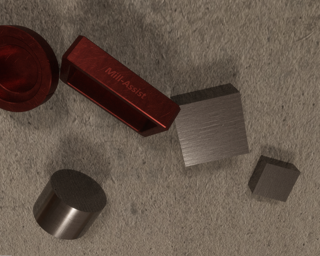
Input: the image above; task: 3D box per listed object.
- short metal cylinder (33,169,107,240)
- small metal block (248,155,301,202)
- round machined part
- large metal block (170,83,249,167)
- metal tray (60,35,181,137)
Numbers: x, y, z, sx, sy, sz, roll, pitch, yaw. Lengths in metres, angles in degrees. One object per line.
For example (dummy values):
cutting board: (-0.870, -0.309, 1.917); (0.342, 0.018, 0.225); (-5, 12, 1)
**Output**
short metal cylinder: (-0.120, 0.101, 0.416); (0.080, 0.080, 0.050); (32, 107, -11)
small metal block: (0.160, 0.072, 0.439); (0.050, 0.025, 0.050); (16, 109, -6)
round machined part: (-0.166, -0.071, 0.367); (0.099, 0.042, 0.097); (2, 109, 7)
large metal block: (0.062, -0.005, 0.396); (0.080, 0.050, 0.079); (-13, 110, 4)
metal tray: (-0.050, -0.041, 0.358); (0.130, 0.090, 0.030); (35, 73, -13)
